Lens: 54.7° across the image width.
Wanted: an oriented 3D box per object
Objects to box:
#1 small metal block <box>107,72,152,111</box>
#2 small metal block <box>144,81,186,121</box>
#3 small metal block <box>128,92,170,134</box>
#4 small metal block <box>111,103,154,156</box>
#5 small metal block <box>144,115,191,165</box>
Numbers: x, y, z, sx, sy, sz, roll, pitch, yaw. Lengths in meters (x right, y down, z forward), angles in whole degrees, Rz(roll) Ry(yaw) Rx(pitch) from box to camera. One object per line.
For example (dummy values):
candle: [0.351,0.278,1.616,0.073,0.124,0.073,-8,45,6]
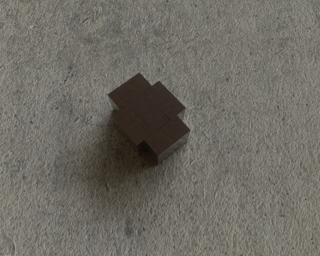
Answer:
small metal block: [-0.038,-0.039,0.409,0.050,0.050,0.025,-37,75,-13]
small metal block: [0.006,-0.026,0.405,0.025,0.050,0.050,-39,75,-13]
small metal block: [-0.014,-0.011,0.399,0.025,0.050,0.050,-38,75,-13]
small metal block: [-0.033,0.004,0.394,0.025,0.050,0.050,-38,75,-13]
small metal block: [0.009,0.017,0.389,0.050,0.050,0.025,-37,75,-13]
